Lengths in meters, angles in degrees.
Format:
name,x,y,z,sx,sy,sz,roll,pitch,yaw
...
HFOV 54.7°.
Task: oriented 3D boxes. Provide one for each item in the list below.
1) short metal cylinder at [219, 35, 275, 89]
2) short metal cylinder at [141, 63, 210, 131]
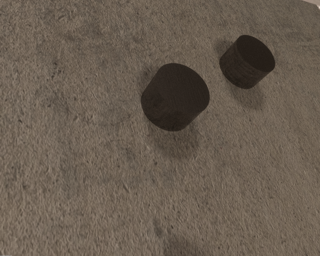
name,x,y,z,sx,sy,sz,roll,pitch,yaw
short metal cylinder,0.153,-0.115,0.543,0.081,0.050,0.080,14,56,-21
short metal cylinder,0.021,-0.042,0.426,0.081,0.050,0.080,14,56,-21
